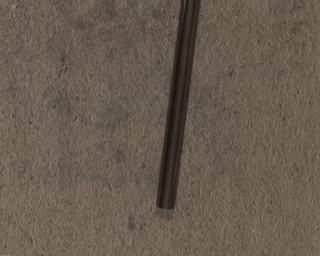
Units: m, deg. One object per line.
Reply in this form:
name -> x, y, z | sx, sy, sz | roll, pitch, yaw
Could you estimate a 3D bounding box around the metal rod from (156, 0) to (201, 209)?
metal rod -> 0.026, -0.044, 0.410 | 0.025, 0.025, 0.298 | 7, 90, -1
